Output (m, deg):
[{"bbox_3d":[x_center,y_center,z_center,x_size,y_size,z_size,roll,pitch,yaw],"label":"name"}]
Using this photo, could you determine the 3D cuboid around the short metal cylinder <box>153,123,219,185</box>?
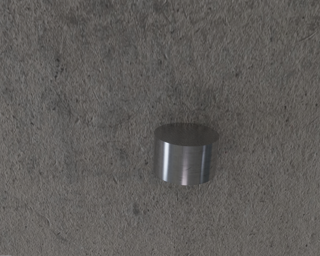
[{"bbox_3d":[0.032,0.030,0.392,0.080,0.080,0.050,2,110,-1],"label":"short metal cylinder"}]
